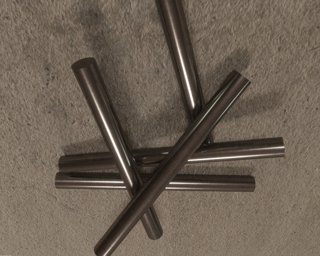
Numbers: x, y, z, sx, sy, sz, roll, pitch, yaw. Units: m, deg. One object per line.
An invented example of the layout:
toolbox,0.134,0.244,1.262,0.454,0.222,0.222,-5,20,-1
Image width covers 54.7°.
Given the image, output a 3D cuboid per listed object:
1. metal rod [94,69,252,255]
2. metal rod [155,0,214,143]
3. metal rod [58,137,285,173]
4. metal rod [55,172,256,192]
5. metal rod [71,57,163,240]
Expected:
metal rod,0.007,0.056,0.390,0.025,0.025,0.299,31,106,-24
metal rod,0.025,-0.078,0.341,0.025,0.025,0.299,-12,129,10
metal rod,0.005,0.038,0.414,0.301,0.025,0.025,-6,131,14
metal rod,-0.006,0.084,0.478,0.302,0.025,0.025,1,130,-2
metal rod,-0.042,0.050,0.398,0.025,0.025,0.298,-11,127,8
